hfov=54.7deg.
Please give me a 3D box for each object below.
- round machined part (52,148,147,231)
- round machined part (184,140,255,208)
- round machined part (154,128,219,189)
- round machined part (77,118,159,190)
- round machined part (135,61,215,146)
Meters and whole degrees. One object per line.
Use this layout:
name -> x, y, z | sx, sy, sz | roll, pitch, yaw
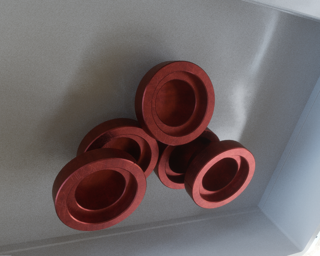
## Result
round machined part -> -0.068, 0.063, 0.343 | 0.099, 0.042, 0.097 | -14, 124, -21
round machined part -> 0.075, 0.057, 0.419 | 0.099, 0.042, 0.097 | -14, 124, -21
round machined part -> 0.033, 0.035, 0.435 | 0.099, 0.042, 0.097 | -14, 124, -21
round machined part -> -0.054, 0.030, 0.385 | 0.099, 0.042, 0.097 | -14, 124, -21
round machined part -> 0.014, -0.031, 0.371 | 0.099, 0.042, 0.097 | -7, 104, -29
